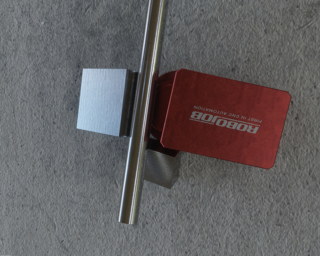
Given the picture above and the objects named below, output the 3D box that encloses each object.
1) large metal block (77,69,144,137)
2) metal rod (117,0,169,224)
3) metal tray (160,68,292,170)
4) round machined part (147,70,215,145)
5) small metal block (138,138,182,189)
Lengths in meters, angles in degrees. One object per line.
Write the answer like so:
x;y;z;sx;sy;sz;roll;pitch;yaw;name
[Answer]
-0.059;-0.033;0.406;0.080;0.050;0.079;9;93;38;large metal block
-0.018;-0.036;0.372;0.025;0.025;0.298;8;91;20;metal rod
0.073;-0.011;0.358;0.131;0.030;0.089;12;95;-1;metal tray
0.022;-0.025;0.393;0.098;0.042;0.097;0;90;20;round machined part
-0.002;0.045;0.400;0.050;0.025;0.050;17;121;19;small metal block
